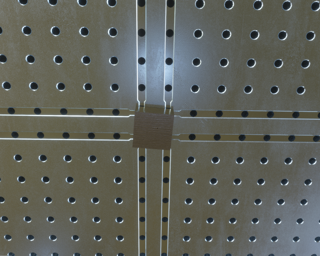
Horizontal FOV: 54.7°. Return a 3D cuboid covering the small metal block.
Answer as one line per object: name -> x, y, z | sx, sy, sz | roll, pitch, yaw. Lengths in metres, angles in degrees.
small metal block -> -0.009, 0.000, 0.413 | 0.050, 0.025, 0.050 | 5, 110, -2
